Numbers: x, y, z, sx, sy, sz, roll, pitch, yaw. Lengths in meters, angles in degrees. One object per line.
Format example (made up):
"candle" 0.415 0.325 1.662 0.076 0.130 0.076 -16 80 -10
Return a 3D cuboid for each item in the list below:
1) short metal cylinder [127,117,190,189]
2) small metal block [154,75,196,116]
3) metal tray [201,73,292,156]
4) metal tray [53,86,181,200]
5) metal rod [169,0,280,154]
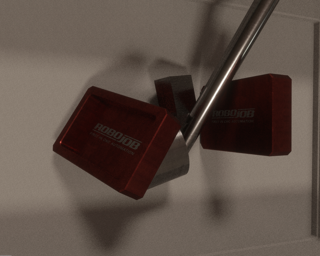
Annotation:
"short metal cylinder" -0.006 0.029 0.380 0.050 0.080 0.080 -18 97 -19
"small metal block" 0.022 -0.042 0.408 0.050 0.025 0.050 -16 97 -51
"metal tray" 0.102 -0.015 0.392 0.030 0.130 0.089 0 90 -28
"metal tray" -0.052 0.010 0.338 0.030 0.130 0.090 41 74 -49
"metal rod" 0.090 -0.088 0.371 0.025 0.025 0.298 22 110 -19
